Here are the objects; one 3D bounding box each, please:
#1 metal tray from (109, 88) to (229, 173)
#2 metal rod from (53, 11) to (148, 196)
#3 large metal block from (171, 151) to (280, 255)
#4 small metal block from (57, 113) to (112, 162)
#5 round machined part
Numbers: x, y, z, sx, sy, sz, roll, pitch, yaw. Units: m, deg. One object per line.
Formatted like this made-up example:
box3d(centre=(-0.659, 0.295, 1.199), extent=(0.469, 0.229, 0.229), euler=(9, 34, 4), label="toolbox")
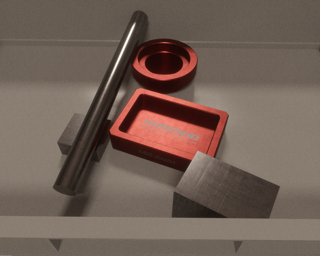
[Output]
box3d(centre=(0.013, 0.003, 0.399), extent=(0.130, 0.030, 0.090), euler=(17, 52, 13), label="metal tray")
box3d(centre=(-0.065, -0.055, 0.406), extent=(0.025, 0.025, 0.300), euler=(10, 56, 8), label="metal rod")
box3d(centre=(0.059, 0.079, 0.304), extent=(0.080, 0.080, 0.050), euler=(23, 54, 18), label="large metal block")
box3d(centre=(-0.093, 0.011, 0.394), extent=(0.050, 0.025, 0.050), euler=(11, 51, 9), label="small metal block")
box3d(centre=(0.006, -0.090, 0.470), extent=(0.099, 0.042, 0.098), euler=(0, 50, 0), label="round machined part")
